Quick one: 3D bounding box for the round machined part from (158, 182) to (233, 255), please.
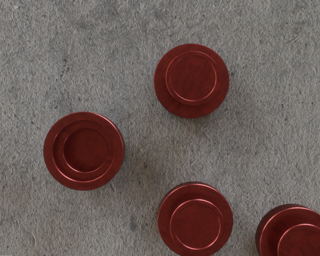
[{"bbox_3d":[0.046,0.122,0.402,0.099,0.042,0.097,0,90,0],"label":"round machined part"}]

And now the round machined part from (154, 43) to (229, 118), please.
[{"bbox_3d":[0.041,-0.061,0.402,0.099,0.042,0.097,0,90,0],"label":"round machined part"}]

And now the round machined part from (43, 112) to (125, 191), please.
[{"bbox_3d":[-0.094,0.028,0.401,0.099,0.042,0.097,0,90,0],"label":"round machined part"}]

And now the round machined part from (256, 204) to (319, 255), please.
[{"bbox_3d":[0.180,0.152,0.403,0.099,0.042,0.097,0,90,0],"label":"round machined part"}]
